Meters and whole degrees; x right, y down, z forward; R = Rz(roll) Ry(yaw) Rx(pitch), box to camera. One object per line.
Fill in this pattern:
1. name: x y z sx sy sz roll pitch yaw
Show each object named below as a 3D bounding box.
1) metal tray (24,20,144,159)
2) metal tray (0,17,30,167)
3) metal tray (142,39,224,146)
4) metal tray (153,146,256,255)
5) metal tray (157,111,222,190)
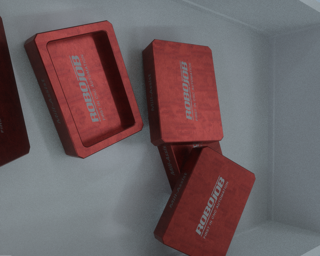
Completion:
1. metal tray: -0.078 -0.043 0.339 0.091 0.030 0.129 -27 107 -37
2. metal tray: -0.150 -0.031 0.242 0.090 0.030 0.129 -64 145 -80
3. metal tray: 0.029 -0.044 0.400 0.091 0.030 0.129 -1 78 -27
4. metal tray: 0.060 0.099 0.401 0.090 0.030 0.130 31 75 -16
5. metal tray: 0.043 0.025 0.442 0.091 0.030 0.129 -29 108 -37
